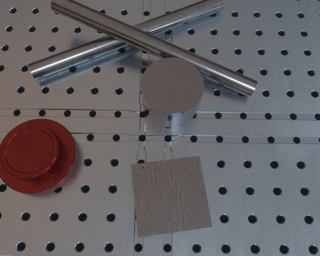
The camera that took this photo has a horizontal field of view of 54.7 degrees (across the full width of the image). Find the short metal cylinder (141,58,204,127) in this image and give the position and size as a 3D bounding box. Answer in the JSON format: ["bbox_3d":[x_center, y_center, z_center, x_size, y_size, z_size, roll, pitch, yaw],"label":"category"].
[{"bbox_3d":[0.016,-0.047,0.416,0.081,0.050,0.080,0,70,-1],"label":"short metal cylinder"}]

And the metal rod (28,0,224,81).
[{"bbox_3d":[-0.043,-0.137,0.461,0.302,0.025,0.025,-23,72,-9],"label":"metal rod"}]

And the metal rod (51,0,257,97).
[{"bbox_3d":[-0.008,-0.115,0.433,0.301,0.025,0.025,24,72,0],"label":"metal rod"}]

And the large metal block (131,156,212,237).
[{"bbox_3d":[0.011,0.083,0.368,0.081,0.050,0.080,-7,70,-3],"label":"large metal block"}]

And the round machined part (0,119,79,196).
[{"bbox_3d":[-0.156,0.033,0.389,0.099,0.042,0.098,0,70,-1],"label":"round machined part"}]
